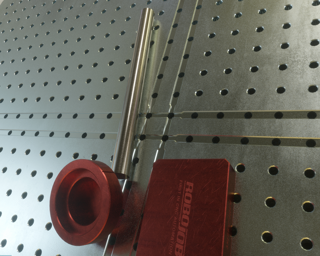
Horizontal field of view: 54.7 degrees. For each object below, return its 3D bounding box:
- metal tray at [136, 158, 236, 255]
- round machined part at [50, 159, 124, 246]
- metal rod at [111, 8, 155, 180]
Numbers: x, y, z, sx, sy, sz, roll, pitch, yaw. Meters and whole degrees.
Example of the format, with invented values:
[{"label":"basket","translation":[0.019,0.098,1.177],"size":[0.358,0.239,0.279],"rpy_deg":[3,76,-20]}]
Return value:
[{"label":"metal tray","translation":[0.028,0.098,0.329],"size":[0.090,0.030,0.130],"rpy_deg":[-3,60,26]},{"label":"round machined part","translation":[-0.083,0.088,0.374],"size":[0.098,0.042,0.098],"rpy_deg":[-7,76,31]},{"label":"metal rod","translation":[-0.037,-0.069,0.467],"size":[0.025,0.025,0.299],"rpy_deg":[-7,58,24]}]
